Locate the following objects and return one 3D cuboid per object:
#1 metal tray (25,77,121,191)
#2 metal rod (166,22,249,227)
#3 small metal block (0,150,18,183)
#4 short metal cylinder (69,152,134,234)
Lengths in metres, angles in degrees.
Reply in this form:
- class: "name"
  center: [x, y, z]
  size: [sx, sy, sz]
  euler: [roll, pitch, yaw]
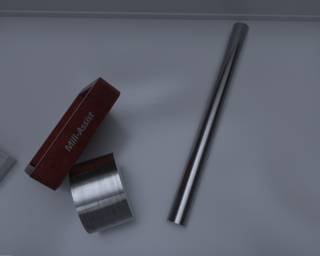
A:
- class: "metal tray"
  center: [-0.106, 0.006, 0.370]
  size: [0.030, 0.090, 0.130]
  euler: [37, 71, -21]
- class: "metal rod"
  center: [0.071, -0.018, 0.417]
  size: [0.025, 0.025, 0.300]
  euler: [19, 71, 6]
- class: "small metal block"
  center: [-0.221, 0.047, 0.390]
  size: [0.050, 0.025, 0.050]
  euler: [30, 72, 10]
- class: "short metal cylinder"
  center: [-0.065, 0.073, 0.353]
  size: [0.050, 0.080, 0.080]
  euler: [-18, 71, -7]
